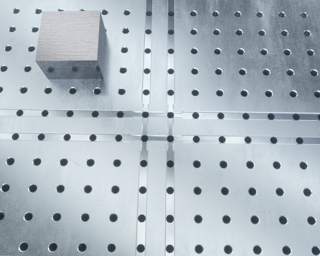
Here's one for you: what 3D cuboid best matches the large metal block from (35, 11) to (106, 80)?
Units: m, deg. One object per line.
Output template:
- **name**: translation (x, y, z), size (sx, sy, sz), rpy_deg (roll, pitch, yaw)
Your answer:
- **large metal block**: translation (-0.123, -0.117, 0.441), size (0.080, 0.050, 0.080), rpy_deg (-1, 70, 0)
